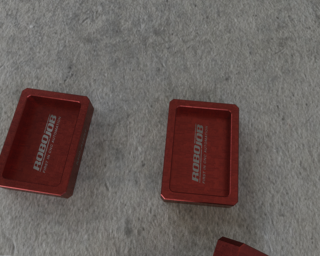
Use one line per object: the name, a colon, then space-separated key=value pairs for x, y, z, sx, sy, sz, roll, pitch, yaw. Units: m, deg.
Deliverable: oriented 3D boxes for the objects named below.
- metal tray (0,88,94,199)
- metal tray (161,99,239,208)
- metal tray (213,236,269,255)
metal tray: x=-0.145 y=0.018 z=0.397 sx=0.091 sy=0.030 sz=0.130 roll=8 pitch=70 yaw=2
metal tray: x=0.052 y=0.031 z=0.394 sx=0.091 sy=0.030 sz=0.130 roll=5 pitch=70 yaw=1
metal tray: x=0.078 y=0.188 z=0.311 sx=0.090 sy=0.030 sz=0.130 roll=34 pitch=68 yaw=-29
